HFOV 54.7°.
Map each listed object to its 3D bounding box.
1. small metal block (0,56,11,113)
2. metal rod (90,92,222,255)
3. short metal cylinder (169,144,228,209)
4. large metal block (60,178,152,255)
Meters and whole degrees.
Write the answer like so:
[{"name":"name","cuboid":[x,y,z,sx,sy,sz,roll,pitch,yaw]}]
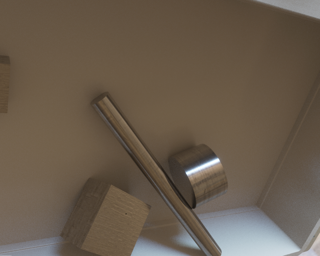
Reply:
[{"name":"small metal block","cuboid":[-0.170,-0.043,0.290,0.050,0.025,0.050,2,118,-30]},{"name":"metal rod","cuboid":[0.007,0.079,0.414,0.025,0.025,0.299,-36,114,-5]},{"name":"short metal cylinder","cuboid":[0.053,0.069,0.447,0.050,0.080,0.080,-22,127,-16]},{"name":"large metal block","cuboid":[-0.069,0.122,0.411,0.080,0.050,0.080,40,66,-39]}]
